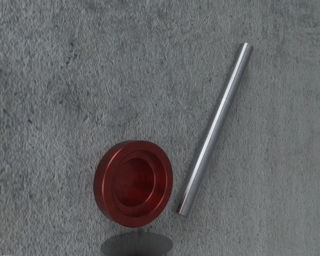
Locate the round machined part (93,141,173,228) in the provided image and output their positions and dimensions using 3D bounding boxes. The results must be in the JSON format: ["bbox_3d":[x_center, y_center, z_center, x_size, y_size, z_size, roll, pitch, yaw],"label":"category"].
[{"bbox_3d":[-0.035,0.063,0.365,0.099,0.042,0.097,0,90,-40],"label":"round machined part"}]

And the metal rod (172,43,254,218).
[{"bbox_3d":[0.088,-0.008,0.477,0.025,0.025,0.300,38,67,-34],"label":"metal rod"}]

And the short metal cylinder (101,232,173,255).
[{"bbox_3d":[-0.025,0.156,0.348,0.081,0.080,0.050,-2,92,-40],"label":"short metal cylinder"}]
